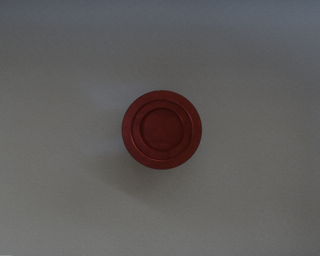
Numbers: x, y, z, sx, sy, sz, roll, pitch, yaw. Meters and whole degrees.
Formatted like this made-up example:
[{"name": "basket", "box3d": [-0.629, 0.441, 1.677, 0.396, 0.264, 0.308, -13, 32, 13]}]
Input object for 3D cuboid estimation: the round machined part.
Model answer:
[{"name": "round machined part", "box3d": [0.002, 0.002, 0.399, 0.099, 0.042, 0.097, 0, 90, -1]}]
